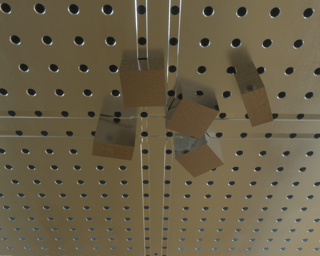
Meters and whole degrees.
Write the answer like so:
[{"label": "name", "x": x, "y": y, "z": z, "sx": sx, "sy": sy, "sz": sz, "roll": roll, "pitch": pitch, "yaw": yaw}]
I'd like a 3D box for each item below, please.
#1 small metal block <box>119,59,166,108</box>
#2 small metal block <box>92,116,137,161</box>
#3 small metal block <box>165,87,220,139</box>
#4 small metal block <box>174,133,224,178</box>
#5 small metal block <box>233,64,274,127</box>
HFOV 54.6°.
[{"label": "small metal block", "x": -0.019, "y": -0.053, "z": 0.367, "sx": 0.050, "sy": 0.025, "sz": 0.050, "roll": -2, "pitch": 130, "yaw": 1}, {"label": "small metal block", "x": -0.058, "y": 0.013, "z": 0.405, "sx": 0.050, "sy": 0.050, "sz": 0.025, "roll": 9, "pitch": 130, "yaw": -7}, {"label": "small metal block", "x": 0.040, "y": -0.018, "z": 0.396, "sx": 0.050, "sy": 0.025, "sz": 0.050, "roll": 18, "pitch": 128, "yaw": -15}, {"label": "small metal block", "x": 0.056, "y": 0.039, "z": 0.445, "sx": 0.050, "sy": 0.025, "sz": 0.050, "roll": -29, "pitch": 125, "yaw": 22}, {"label": "small metal block", "x": 0.109, "y": -0.038, "z": 0.363, "sx": 0.025, "sy": 0.050, "sz": 0.050, "roll": -19, "pitch": 128, "yaw": 15}]
